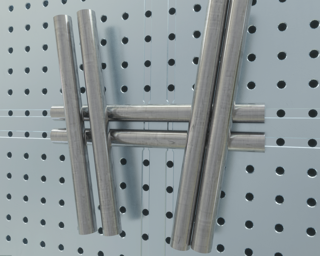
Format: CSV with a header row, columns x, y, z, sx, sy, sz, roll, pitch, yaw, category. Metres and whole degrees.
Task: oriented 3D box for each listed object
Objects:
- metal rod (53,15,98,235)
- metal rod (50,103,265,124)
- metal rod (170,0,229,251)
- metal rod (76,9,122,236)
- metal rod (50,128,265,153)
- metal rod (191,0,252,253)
x,y,z,sx,sy,sz,roll,pitch,yaw,category
-0.117,-0.006,0.429,0.025,0.025,0.299,-9,87,20,metal rod
-0.017,-0.020,0.420,0.301,0.025,0.025,1,91,20,metal rod
0.047,-0.003,0.371,0.025,0.025,0.298,10,93,20,metal rod
-0.082,-0.009,0.416,0.025,0.025,0.299,-8,87,20,metal rod
-0.016,0.014,0.419,0.301,0.025,0.025,1,91,20,metal rod
0.071,-0.004,0.362,0.025,0.025,0.298,10,93,20,metal rod
